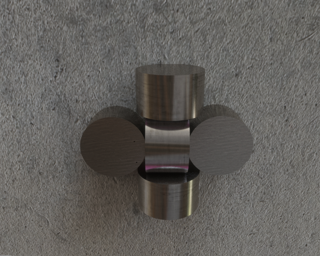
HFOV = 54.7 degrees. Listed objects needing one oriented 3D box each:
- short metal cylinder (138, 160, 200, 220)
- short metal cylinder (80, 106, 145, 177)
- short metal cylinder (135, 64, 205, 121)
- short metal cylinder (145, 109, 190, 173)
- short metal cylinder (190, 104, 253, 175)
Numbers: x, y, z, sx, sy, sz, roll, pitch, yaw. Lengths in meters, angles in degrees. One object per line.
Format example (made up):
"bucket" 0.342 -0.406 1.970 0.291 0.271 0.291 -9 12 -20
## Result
"short metal cylinder" 0.011 0.077 0.411 0.081 0.080 0.050 0 110 0
"short metal cylinder" -0.058 0.016 0.403 0.081 0.050 0.079 0 110 -1
"short metal cylinder" 0.012 -0.045 0.366 0.081 0.080 0.050 0 110 0
"short metal cylinder" 0.008 0.016 0.388 0.050 0.080 0.079 1 110 0
"short metal cylinder" 0.074 0.014 0.403 0.081 0.050 0.079 0 111 0
